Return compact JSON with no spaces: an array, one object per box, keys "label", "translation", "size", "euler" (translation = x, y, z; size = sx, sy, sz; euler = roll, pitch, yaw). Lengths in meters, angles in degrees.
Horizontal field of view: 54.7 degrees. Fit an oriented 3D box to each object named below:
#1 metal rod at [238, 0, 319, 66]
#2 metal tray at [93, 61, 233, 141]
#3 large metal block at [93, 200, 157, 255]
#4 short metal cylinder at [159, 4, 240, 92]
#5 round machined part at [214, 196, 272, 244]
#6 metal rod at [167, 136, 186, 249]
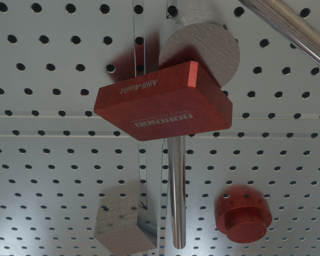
[{"label":"metal rod","translation":[0.094,-0.129,0.303],"size":[0.301,0.025,0.025],"euler":[28,125,-22]},{"label":"metal tray","translation":[0.003,-0.023,0.346],"size":[0.130,0.030,0.090],"euler":[-10,149,34]},{"label":"large metal block","translation":[-0.058,0.179,0.547],"size":[0.080,0.050,0.080],"euler":[-19,128,14]},{"label":"short metal cylinder","translation":[0.039,-0.082,0.326],"size":[0.081,0.050,0.079],"euler":[0,130,0]},{"label":"round machined part","translation":[0.148,0.167,0.545],"size":[0.099,0.042,0.097],"euler":[-1,130,0]},{"label":"metal rod","translation":[0.030,0.112,0.507],"size":[0.025,0.025,0.298],"euler":[-3,130,2]}]
